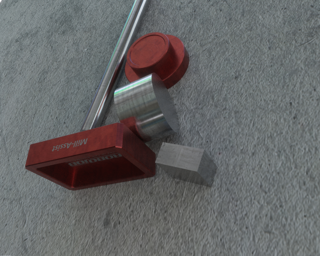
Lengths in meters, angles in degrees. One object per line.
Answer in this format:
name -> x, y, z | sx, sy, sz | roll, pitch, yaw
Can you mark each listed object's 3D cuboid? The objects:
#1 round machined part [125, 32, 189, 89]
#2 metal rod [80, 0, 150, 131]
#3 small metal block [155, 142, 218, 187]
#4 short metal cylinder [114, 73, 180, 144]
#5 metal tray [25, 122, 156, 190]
round machined part -> -0.010, -0.102, 0.460 | 0.098, 0.042, 0.098 | -13, 56, 20
metal rod -> -0.064, -0.123, 0.511 | 0.025, 0.025, 0.300 | 3, 63, 29
small metal block -> 0.031, 0.041, 0.346 | 0.050, 0.050, 0.025 | 8, 66, 31
short metal cylinder -> -0.015, -0.023, 0.389 | 0.050, 0.080, 0.080 | -21, 54, 15
metal tray -> -0.082, 0.040, 0.378 | 0.130, 0.090, 0.030 | -13, 57, 20
